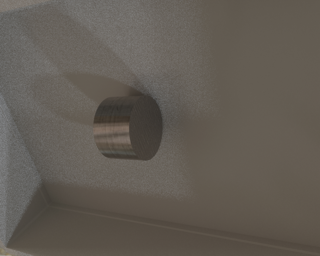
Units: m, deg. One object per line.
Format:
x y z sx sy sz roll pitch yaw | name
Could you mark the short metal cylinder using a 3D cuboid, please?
-0.038 0.000 0.388 0.050 0.080 0.080 0 119 28 | short metal cylinder
